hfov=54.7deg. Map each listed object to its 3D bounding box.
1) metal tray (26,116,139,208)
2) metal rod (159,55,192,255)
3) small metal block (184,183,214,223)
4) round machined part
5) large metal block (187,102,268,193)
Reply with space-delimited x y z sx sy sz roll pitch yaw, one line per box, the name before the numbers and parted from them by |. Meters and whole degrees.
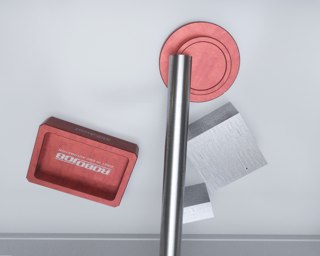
metal tray | -0.105 0.048 0.424 0.131 0.030 0.089 19 109 -8
metal rod | 0.015 0.070 0.351 0.025 0.025 0.298 3 95 -2
small metal block | 0.045 0.106 0.438 0.050 0.050 0.025 -14 110 4
round machined part | 0.048 -0.077 0.374 0.099 0.042 0.097 0 110 -1
large metal block | 0.081 0.025 0.408 0.080 0.050 0.080 -30 108 10
